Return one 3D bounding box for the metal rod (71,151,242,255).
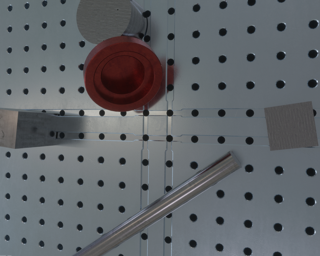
[{"bbox_3d":[-0.023,0.124,0.420,0.300,0.025,0.025,-37,79,16],"label":"metal rod"}]

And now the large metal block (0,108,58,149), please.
[{"bbox_3d":[-0.213,-0.002,0.458,0.080,0.080,0.050,7,93,20],"label":"large metal block"}]

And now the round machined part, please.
[{"bbox_3d":[-0.049,-0.073,0.402,0.098,0.098,0.042,-42,38,15],"label":"round machined part"}]

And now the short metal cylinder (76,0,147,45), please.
[{"bbox_3d":[-0.065,-0.147,0.422,0.080,0.050,0.079,0,90,20],"label":"short metal cylinder"}]

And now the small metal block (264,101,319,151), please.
[{"bbox_3d":[0.151,-0.002,0.359,0.050,0.025,0.050,-8,87,19],"label":"small metal block"}]
